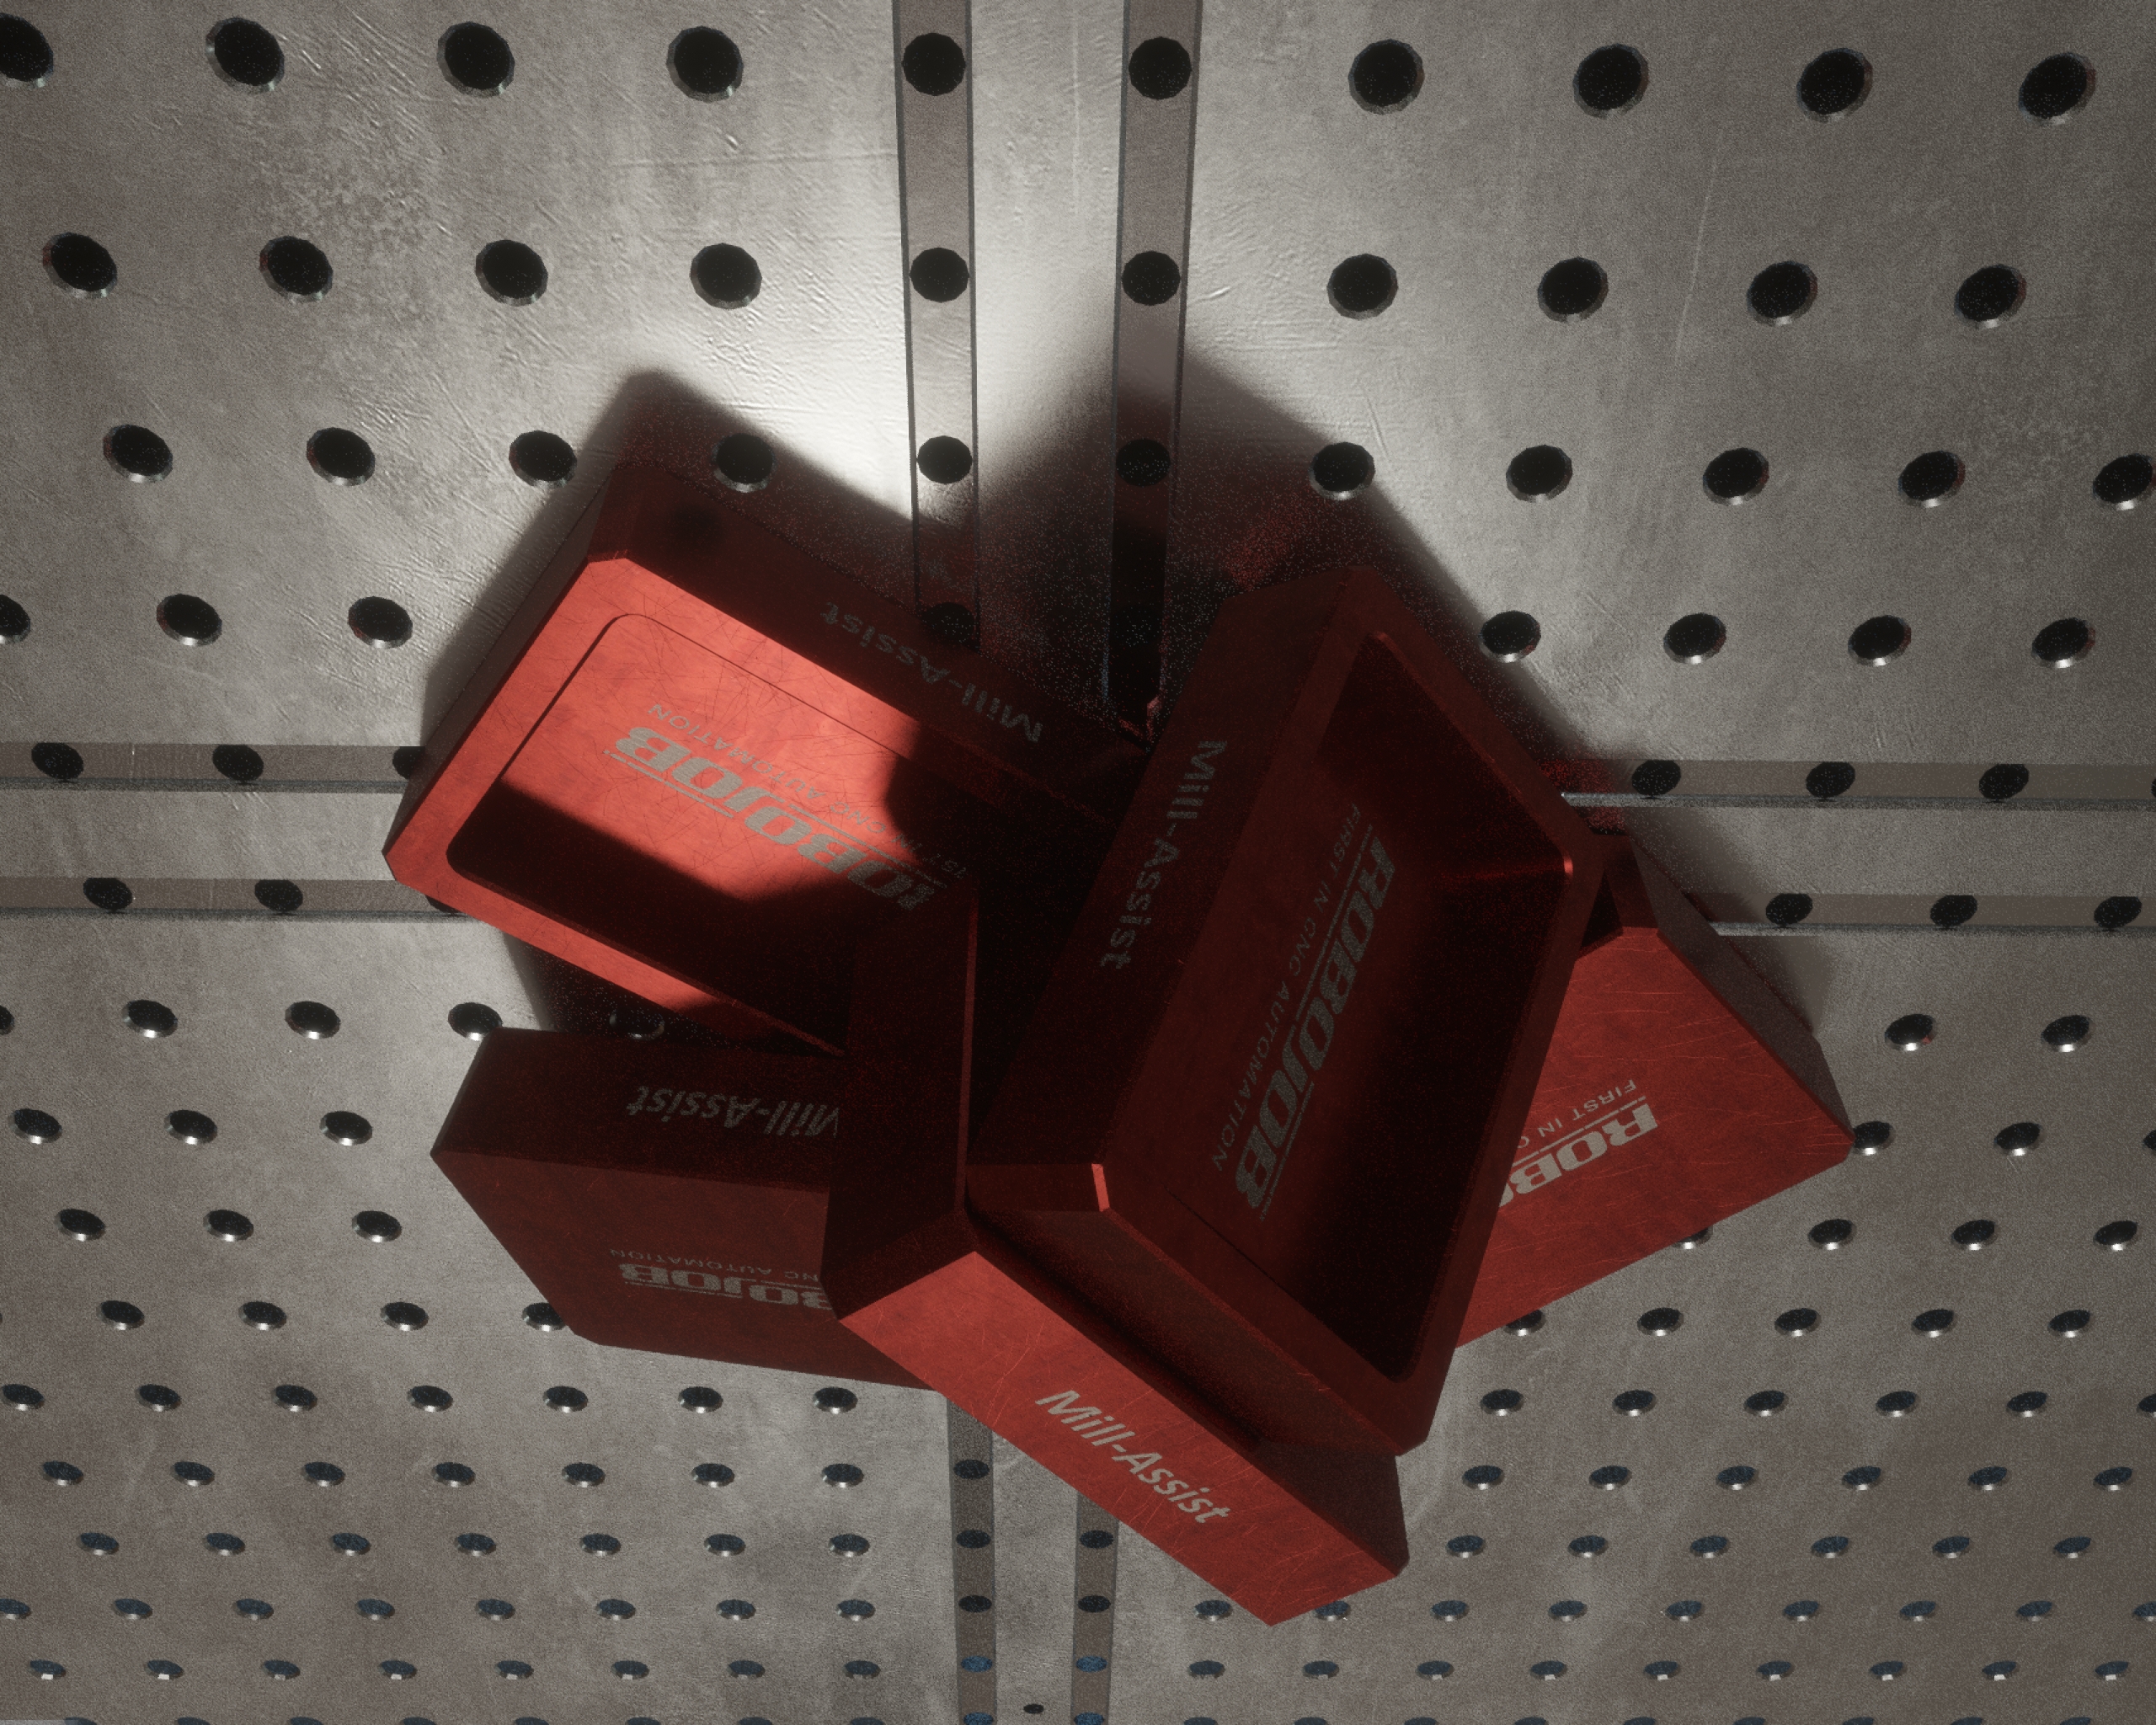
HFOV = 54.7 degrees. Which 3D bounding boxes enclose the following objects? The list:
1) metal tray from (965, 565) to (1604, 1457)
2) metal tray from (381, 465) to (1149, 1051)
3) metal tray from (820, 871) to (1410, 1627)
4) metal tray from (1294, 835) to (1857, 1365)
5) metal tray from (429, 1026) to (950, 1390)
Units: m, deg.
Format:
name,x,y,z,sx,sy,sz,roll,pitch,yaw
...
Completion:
name,x,y,z,sx,sy,sz,roll,pitch,yaw
metal tray,0.042,0.024,0.365,0.030,0.130,0.090,-9,136,45
metal tray,-0.053,-0.007,0.402,0.131,0.030,0.090,29,124,-23
metal tray,0.010,0.073,0.391,0.030,0.090,0.130,-31,124,23
metal tray,0.089,0.059,0.458,0.130,0.030,0.090,-34,123,25
metal tray,-0.058,0.077,0.441,0.131,0.030,0.090,4,143,15
